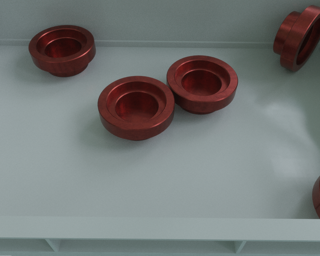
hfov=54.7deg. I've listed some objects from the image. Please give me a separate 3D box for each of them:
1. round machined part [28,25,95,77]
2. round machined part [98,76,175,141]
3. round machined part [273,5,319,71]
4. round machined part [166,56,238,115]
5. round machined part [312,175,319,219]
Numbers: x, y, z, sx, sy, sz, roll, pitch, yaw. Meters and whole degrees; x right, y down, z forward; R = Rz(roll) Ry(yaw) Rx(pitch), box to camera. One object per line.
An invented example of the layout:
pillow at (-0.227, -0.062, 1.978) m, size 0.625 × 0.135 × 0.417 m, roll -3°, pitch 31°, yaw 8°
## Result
round machined part at (-0.151, -0.118, 0.491) m, size 0.099 × 0.042 × 0.098 m, roll 0°, pitch 50°, yaw 0°
round machined part at (-0.030, -0.022, 0.412) m, size 0.099 × 0.042 × 0.098 m, roll 0°, pitch 50°, yaw 0°
round machined part at (0.212, -0.141, 0.479) m, size 0.042 × 0.097 × 0.099 m, roll 34°, pitch 58°, yaw 29°
round machined part at (0.058, -0.057, 0.443) m, size 0.099 × 0.042 × 0.098 m, roll 0°, pitch 50°, yaw 0°
round machined part at (0.211, 0.085, 0.326) m, size 0.099 × 0.042 × 0.098 m, roll 0°, pitch 50°, yaw 0°
